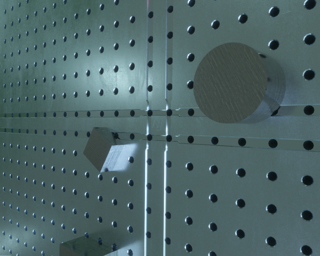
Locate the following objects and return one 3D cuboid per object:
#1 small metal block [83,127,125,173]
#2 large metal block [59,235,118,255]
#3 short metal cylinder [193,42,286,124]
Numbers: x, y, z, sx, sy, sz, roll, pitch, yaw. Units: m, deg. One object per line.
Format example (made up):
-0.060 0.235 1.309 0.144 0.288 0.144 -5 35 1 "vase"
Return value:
-0.089 0.033 0.483 0.050 0.025 0.050 40 114 33 "small metal block"
-0.114 0.226 0.488 0.080 0.050 0.079 5 93 40 "large metal block"
0.083 -0.044 0.325 0.080 0.050 0.080 0 90 40 "short metal cylinder"
